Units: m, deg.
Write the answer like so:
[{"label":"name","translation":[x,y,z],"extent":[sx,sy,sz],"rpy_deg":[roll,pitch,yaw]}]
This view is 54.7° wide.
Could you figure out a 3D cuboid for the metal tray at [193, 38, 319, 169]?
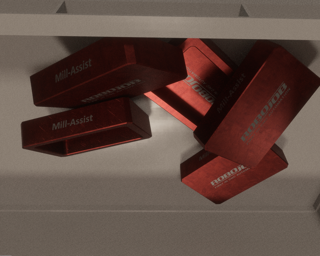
[{"label":"metal tray","translation":[0.110,-0.022,0.351],"extent":[0.091,0.030,0.129],"rpy_deg":[23,108,-33]}]

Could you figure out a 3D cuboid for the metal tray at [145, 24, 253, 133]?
[{"label":"metal tray","translation":[0.050,-0.046,0.366],"extent":[0.130,0.030,0.090],"rpy_deg":[35,122,-27]}]

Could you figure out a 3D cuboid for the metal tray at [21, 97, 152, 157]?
[{"label":"metal tray","translation":[-0.084,0.003,0.376],"extent":[0.131,0.030,0.090],"rpy_deg":[-13,165,10]}]

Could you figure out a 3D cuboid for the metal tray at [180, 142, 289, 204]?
[{"label":"metal tray","translation":[0.105,0.056,0.455],"extent":[0.090,0.030,0.130],"rpy_deg":[37,121,-28]}]

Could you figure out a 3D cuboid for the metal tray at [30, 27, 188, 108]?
[{"label":"metal tray","translation":[-0.051,-0.050,0.306],"extent":[0.130,0.030,0.091],"rpy_deg":[-15,172,33]}]
